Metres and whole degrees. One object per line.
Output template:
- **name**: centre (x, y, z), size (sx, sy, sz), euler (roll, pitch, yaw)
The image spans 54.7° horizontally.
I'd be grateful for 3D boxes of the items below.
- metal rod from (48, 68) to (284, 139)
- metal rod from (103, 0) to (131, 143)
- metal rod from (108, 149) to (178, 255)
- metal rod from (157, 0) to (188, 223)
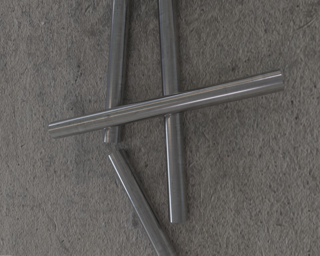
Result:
- **metal rod**: centre (-0.008, -0.024, 0.383), size (0.301, 0.025, 0.025), euler (-11, 86, 19)
- **metal rod**: centre (-0.056, -0.129, 0.428), size (0.025, 0.025, 0.298), euler (5, 92, 20)
- **metal rod**: centre (0.009, 0.164, 0.405), size (0.025, 0.025, 0.299), euler (-31, 80, 17)
- **metal rod**: centre (0.016, -0.030, 0.403), size (0.025, 0.025, 0.298), euler (-3, 89, 20)
